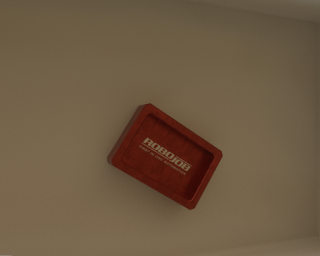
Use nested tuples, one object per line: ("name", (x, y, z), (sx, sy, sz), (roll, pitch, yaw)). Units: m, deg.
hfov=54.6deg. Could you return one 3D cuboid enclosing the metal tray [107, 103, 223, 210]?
("metal tray", (0.009, 0.038, 0.410), (0.130, 0.030, 0.090), (33, 79, -17))
